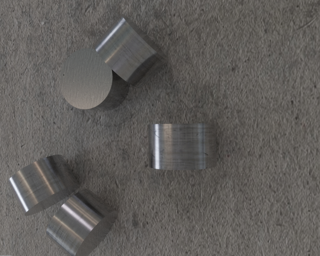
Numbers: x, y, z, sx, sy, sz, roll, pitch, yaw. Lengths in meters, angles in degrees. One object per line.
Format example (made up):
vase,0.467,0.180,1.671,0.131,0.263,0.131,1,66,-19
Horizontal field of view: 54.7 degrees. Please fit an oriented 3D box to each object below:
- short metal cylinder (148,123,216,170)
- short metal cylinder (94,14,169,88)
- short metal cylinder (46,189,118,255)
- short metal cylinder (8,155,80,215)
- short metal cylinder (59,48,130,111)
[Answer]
short metal cylinder,0.026,0.020,0.370,0.080,0.080,0.050,-1,90,20
short metal cylinder,-0.035,-0.096,0.392,0.050,0.080,0.080,-44,77,15
short metal cylinder,-0.103,0.129,0.416,0.050,0.080,0.080,34,101,17
short metal cylinder,-0.162,0.080,0.437,0.080,0.080,0.050,-36,79,16
short metal cylinder,-0.089,-0.064,0.427,0.080,0.050,0.080,0,90,20
